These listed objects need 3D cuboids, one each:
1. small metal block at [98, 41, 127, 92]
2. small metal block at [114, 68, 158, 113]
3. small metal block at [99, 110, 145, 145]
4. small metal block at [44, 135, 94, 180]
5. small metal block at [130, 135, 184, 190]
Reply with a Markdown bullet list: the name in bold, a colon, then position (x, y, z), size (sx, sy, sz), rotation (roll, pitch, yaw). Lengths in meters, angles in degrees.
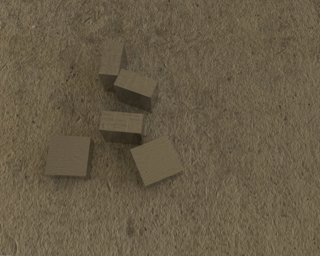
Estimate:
- **small metal block**: position (-0.063, -0.082, 0.424), size (0.025, 0.050, 0.050), rotation (6, 70, 2)
- **small metal block**: position (-0.030, -0.048, 0.412), size (0.050, 0.050, 0.025), rotation (20, 72, 7)
- **small metal block**: position (-0.046, 0.001, 0.394), size (0.050, 0.050, 0.025), rotation (5, 70, 2)
- **small metal block**: position (-0.113, 0.038, 0.393), size (0.050, 0.025, 0.050), rotation (2, 70, 0)
- **small metal block**: position (-0.004, 0.043, 0.392), size (0.050, 0.025, 0.050), rotation (-22, 72, -8)
